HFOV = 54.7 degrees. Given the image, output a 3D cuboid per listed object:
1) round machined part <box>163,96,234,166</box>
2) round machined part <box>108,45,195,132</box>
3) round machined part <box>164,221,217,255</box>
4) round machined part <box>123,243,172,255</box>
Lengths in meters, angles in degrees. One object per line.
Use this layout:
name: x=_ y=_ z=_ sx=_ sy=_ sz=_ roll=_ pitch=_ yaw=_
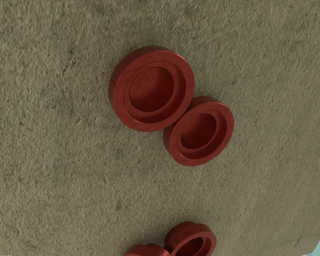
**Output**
round machined part: x=0.048 y=0.001 z=0.422 sx=0.099 sy=0.042 sz=0.097 roll=-14 pitch=124 yaw=-21
round machined part: x=-0.013 y=-0.048 z=0.359 sx=0.099 sy=0.042 sz=0.097 roll=-14 pitch=124 yaw=-21
round machined part: x=0.047 y=0.205 z=0.549 sx=0.099 sy=0.042 sz=0.097 roll=-14 pitch=124 yaw=-21
round machined part: x=-0.011 y=0.229 z=0.505 sx=0.042 sy=0.098 sz=0.097 roll=-36 pitch=138 yaw=-47
